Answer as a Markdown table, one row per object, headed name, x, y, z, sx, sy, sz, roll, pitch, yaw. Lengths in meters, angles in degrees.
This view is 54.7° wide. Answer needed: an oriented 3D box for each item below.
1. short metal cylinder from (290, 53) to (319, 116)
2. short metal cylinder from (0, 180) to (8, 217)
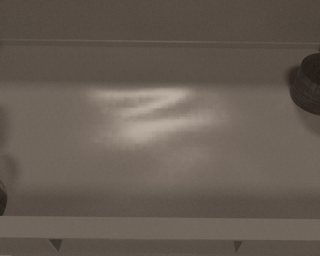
| name | x | y | z | sx | sy | sz | roll | pitch | yaw |
| --- | --- | --- | --- | --- | --- | --- | --- | --- | --- |
| short metal cylinder | 0.236 | -0.063 | 0.445 | 0.081 | 0.050 | 0.080 | 0 | 50 | 0 |
| short metal cylinder | -0.212 | 0.072 | 0.326 | 0.081 | 0.050 | 0.080 | 0 | 50 | 0 |
